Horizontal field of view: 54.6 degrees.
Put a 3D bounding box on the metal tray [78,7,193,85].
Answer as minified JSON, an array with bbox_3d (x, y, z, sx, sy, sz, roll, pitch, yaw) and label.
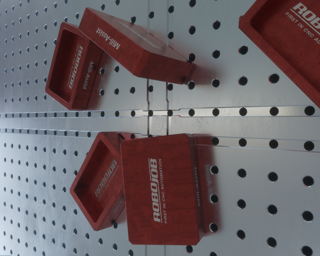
[{"bbox_3d":[-0.031,-0.104,0.393,0.130,0.091,0.030,42,116,32],"label":"metal tray"}]

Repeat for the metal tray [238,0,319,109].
[{"bbox_3d":[0.147,-0.088,0.285,0.090,0.030,0.130,-49,61,29],"label":"metal tray"}]

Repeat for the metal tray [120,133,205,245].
[{"bbox_3d":[0.002,0.075,0.386,0.090,0.030,0.129,-7,85,19],"label":"metal tray"}]

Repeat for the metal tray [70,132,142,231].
[{"bbox_3d":[-0.084,0.081,0.477,0.090,0.030,0.129,46,117,30],"label":"metal tray"}]

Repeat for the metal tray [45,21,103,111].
[{"bbox_3d":[-0.148,-0.105,0.529,0.090,0.030,0.129,32,110,35],"label":"metal tray"}]
